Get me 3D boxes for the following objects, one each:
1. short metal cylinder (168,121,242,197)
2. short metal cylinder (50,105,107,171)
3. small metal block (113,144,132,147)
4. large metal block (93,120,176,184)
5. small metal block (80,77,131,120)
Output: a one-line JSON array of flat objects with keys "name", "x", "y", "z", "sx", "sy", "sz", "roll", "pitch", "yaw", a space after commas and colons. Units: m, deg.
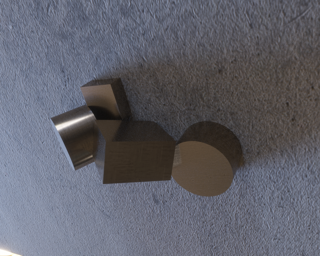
[{"name": "short metal cylinder", "x": 0.056, "y": 0.038, "z": 0.385, "sx": 0.080, "sy": 0.050, "sz": 0.079, "roll": 13, "pitch": 124, "yaw": 20}, {"name": "short metal cylinder", "x": -0.113, "y": 0.013, "z": 0.435, "sx": 0.080, "sy": 0.050, "sz": 0.080, "roll": 50, "pitch": 155, "yaw": 35}, {"name": "small metal block", "x": -0.052, "y": 0.039, "z": 0.458, "sx": 0.050, "sy": 0.025, "sz": 0.050, "roll": 3, "pitch": 120, "yaw": 26}, {"name": "large metal block", "x": -0.035, "y": 0.026, "z": 0.382, "sx": 0.081, "sy": 0.080, "sz": 0.050, "roll": 1, "pitch": 108, "yaw": -21}, {"name": "small metal block", "x": -0.073, "y": -0.039, "z": 0.421, "sx": 0.050, "sy": 0.025, "sz": 0.050, "roll": -1, "pitch": 118, "yaw": 28}]
